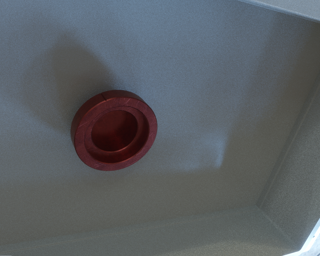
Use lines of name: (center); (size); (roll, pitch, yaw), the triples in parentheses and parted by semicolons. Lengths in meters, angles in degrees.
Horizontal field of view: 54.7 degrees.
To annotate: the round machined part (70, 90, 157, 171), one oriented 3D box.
round machined part: (-0.056, -0.001, 0.368); (0.099, 0.042, 0.097); (-14, 125, -21)
